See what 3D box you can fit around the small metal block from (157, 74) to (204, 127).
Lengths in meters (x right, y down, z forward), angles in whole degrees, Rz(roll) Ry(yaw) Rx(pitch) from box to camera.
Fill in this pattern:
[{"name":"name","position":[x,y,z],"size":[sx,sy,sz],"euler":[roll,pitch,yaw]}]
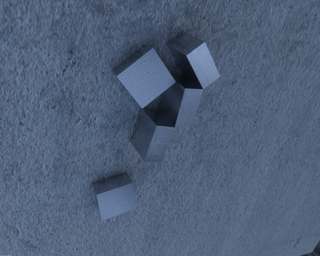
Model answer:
[{"name":"small metal block","position":[0.023,-0.035,0.382],"size":[0.025,0.050,0.050],"euler":[-1,119,-28]}]

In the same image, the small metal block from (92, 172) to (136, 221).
[{"name":"small metal block","position":[-0.063,0.095,0.431],"size":[0.050,0.025,0.050],"euler":[-16,125,-20]}]

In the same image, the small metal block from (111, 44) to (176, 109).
[{"name":"small metal block","position":[-0.018,-0.059,0.356],"size":[0.050,0.025,0.050],"euler":[-39,123,-2]}]

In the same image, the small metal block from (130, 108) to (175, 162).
[{"name":"small metal block","position":[-0.011,0.008,0.389],"size":[0.025,0.050,0.050],"euler":[6,116,-31]}]

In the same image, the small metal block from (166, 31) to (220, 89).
[{"name":"small metal block","position":[0.038,-0.080,0.362],"size":[0.025,0.050,0.050],"euler":[-38,129,-3]}]
